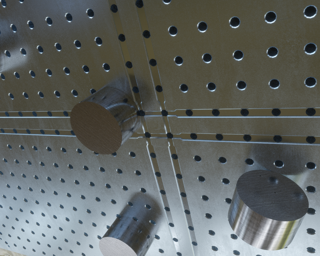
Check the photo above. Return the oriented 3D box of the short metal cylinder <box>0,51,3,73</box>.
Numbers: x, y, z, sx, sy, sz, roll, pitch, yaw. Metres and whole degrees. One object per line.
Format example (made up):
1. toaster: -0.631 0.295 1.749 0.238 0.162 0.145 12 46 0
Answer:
1. short metal cylinder: -0.295 -0.110 0.479 0.080 0.050 0.079 13 124 20

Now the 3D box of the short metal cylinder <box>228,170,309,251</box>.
1. short metal cylinder: 0.126 0.095 0.368 0.080 0.080 0.050 18 125 17

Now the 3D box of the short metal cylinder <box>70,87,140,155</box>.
1. short metal cylinder: -0.074 -0.010 0.426 0.080 0.050 0.079 13 124 20

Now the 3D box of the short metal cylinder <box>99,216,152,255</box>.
1. short metal cylinder: -0.061 0.205 0.552 0.080 0.050 0.079 13 124 20
